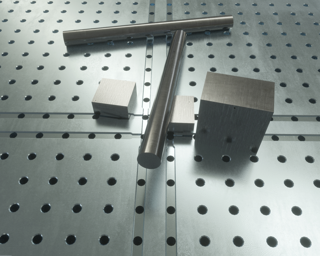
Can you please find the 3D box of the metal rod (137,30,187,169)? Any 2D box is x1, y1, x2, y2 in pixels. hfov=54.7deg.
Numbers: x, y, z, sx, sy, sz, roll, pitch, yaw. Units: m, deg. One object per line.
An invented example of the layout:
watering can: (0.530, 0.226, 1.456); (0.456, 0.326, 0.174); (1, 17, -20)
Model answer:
metal rod: (0.012, -0.063, 0.430); (0.025, 0.025, 0.300); (7, 41, 6)

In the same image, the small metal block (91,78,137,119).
small metal block: (-0.064, -0.043, 0.443); (0.050, 0.025, 0.050); (8, 50, 6)

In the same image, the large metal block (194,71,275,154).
large metal block: (0.091, -0.018, 0.387); (0.080, 0.080, 0.050); (11, 51, 9)

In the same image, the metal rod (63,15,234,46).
metal rod: (-0.017, -0.176, 0.554); (0.302, 0.025, 0.025); (-8, 51, -7)

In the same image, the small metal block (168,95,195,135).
small metal block: (0.021, -0.018, 0.423); (0.050, 0.025, 0.050); (2, 50, 1)
